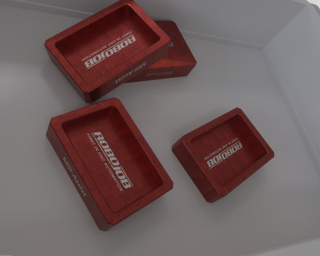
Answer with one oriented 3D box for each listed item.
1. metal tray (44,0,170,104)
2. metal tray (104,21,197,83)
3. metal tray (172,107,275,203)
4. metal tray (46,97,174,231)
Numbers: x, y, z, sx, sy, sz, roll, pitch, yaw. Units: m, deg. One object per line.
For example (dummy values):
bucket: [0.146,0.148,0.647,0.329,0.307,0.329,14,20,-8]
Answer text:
metal tray: [-0.064,-0.102,0.395,0.131,0.030,0.090,-36,76,-18]
metal tray: [-0.018,-0.117,0.464,0.131,0.030,0.090,-12,68,-33]
metal tray: [0.091,0.033,0.431,0.131,0.030,0.090,-26,76,-37]
metal tray: [-0.056,0.035,0.350,0.091,0.030,0.130,-24,75,-37]
